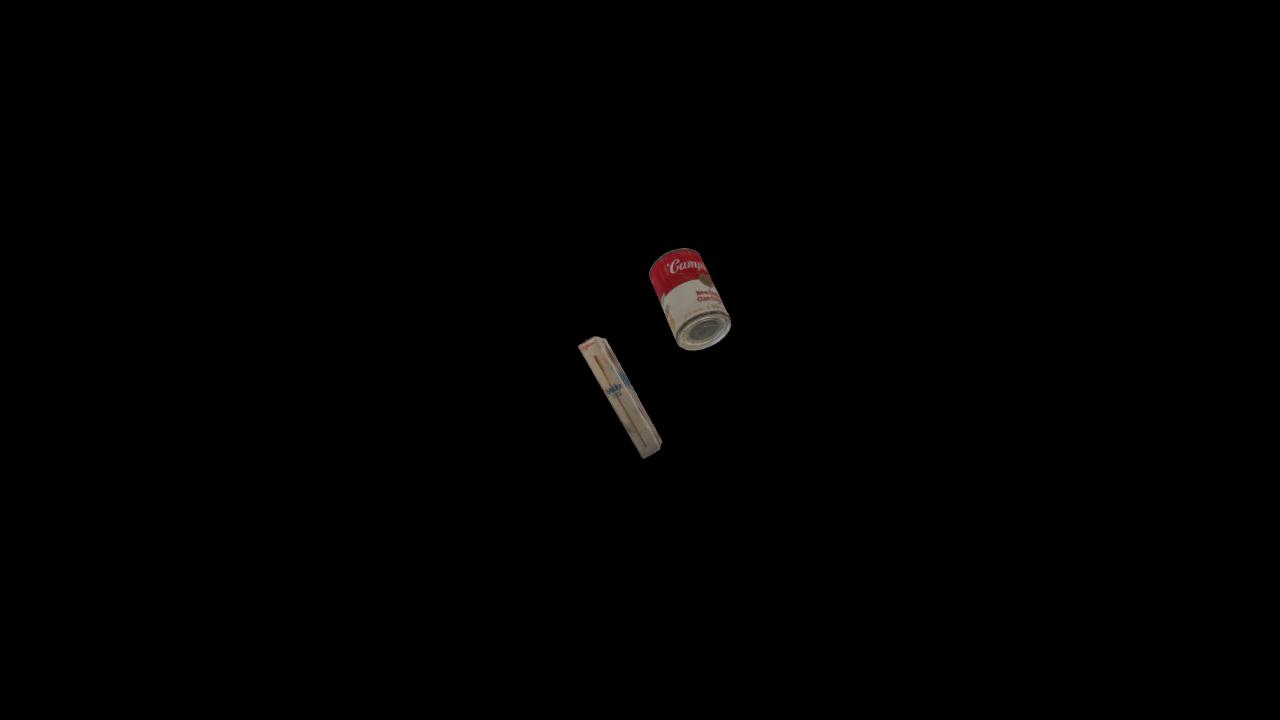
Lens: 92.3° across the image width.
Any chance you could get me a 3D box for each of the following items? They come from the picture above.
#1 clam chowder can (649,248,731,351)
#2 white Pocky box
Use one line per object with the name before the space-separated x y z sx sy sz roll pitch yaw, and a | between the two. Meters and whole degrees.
clam chowder can | 0.057 -0.070 0.711 0.068 0.102 0.068 -14 -32 -9
white Pocky box | -0.022 0.044 0.752 0.028 0.154 0.084 -30 -3 4
